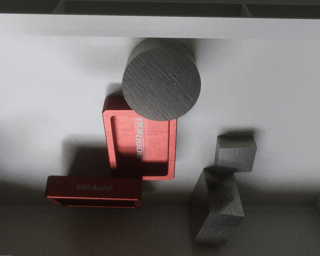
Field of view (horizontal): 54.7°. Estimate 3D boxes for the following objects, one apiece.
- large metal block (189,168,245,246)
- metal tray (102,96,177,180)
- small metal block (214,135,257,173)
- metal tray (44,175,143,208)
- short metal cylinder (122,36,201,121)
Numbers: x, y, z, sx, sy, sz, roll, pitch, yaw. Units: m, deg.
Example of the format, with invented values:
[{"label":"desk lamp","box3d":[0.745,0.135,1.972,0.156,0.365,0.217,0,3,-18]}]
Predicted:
[{"label":"large metal block","box3d":[0.083,0.122,0.479,0.050,0.080,0.079,10,130,-9]},{"label":"metal tray","box3d":[-0.024,0.018,0.420,0.091,0.030,0.129,0,130,-1]},{"label":"small metal block","box3d":[0.107,0.038,0.443,0.050,0.025,0.050,-2,130,1]},{"label":"metal tray","box3d":[-0.092,0.098,0.462,0.131,0.030,0.090,2,158,-3]},{"label":"short metal cylinder","box3d":[0.002,-0.054,0.337,0.081,0.050,0.079,0,119,0]}]
